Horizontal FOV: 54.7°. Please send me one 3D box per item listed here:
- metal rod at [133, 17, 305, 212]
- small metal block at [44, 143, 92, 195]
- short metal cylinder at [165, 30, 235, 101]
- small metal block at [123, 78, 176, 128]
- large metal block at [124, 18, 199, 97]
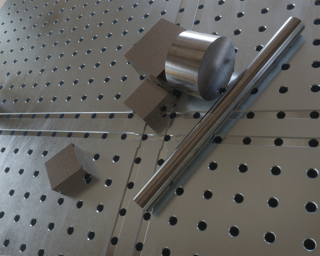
[{"bbox_3d":[0.076,-0.021,0.381,0.300,0.025,0.025,-49,51,-6],"label":"metal rod"},{"bbox_3d":[-0.132,0.058,0.442,0.050,0.025,0.050,-36,51,4],"label":"small metal block"},{"bbox_3d":[0.052,-0.080,0.395,0.050,0.080,0.080,25,75,37],"label":"short metal cylinder"},{"bbox_3d":[-0.015,-0.036,0.438,0.050,0.025,0.050,-47,51,-5],"label":"small metal block"},{"bbox_3d":[0.009,-0.103,0.451,0.080,0.050,0.080,-46,51,-4],"label":"large metal block"}]
